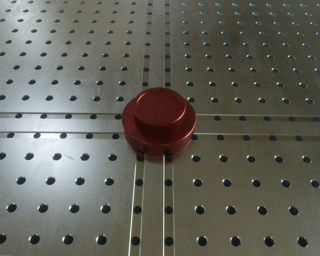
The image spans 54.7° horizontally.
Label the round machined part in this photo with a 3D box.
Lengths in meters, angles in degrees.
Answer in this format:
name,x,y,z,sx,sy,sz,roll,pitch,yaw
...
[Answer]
name,x,y,z,sx,sy,sz,roll,pitch,yaw
round machined part,-0.001,-0.016,0.410,0.099,0.042,0.098,0,50,0
